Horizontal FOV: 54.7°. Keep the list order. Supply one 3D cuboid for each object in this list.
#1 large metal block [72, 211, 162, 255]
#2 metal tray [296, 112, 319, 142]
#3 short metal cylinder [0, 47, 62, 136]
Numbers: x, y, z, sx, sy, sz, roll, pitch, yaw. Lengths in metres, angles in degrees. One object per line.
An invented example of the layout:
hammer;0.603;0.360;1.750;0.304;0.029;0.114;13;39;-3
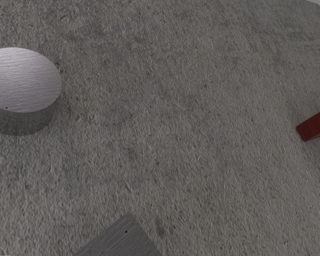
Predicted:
large metal block;-0.042;0.138;0.281;0.081;0.050;0.080;-32;80;-38
metal tray;0.315;-0.019;0.542;0.131;0.090;0.030;-11;68;-33
short metal cylinder;-0.150;-0.038;0.330;0.081;0.050;0.080;14;56;-21
